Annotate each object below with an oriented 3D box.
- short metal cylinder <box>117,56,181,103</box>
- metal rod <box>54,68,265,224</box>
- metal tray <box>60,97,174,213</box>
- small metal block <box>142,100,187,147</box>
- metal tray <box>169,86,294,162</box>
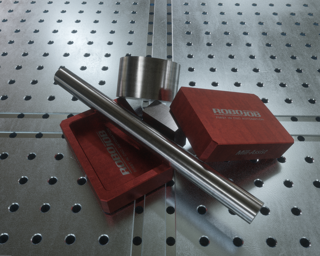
[{"bbox_3d":[-0.015,-0.062,0.411,0.080,0.080,0.050,6,92,5],"label":"short metal cylinder"},{"bbox_3d":[-0.020,0.006,0.359,0.300,0.025,0.025,34,58,25],"label":"metal rod"},{"bbox_3d":[-0.054,0.026,0.377,0.091,0.030,0.130,-25,55,-20],"label":"metal tray"},{"bbox_3d":[0.006,0.000,0.385,0.050,0.050,0.025,33,58,25],"label":"small metal block"},{"bbox_3d":[0.087,-0.005,0.371,0.131,0.030,0.090,1,45,-32],"label":"metal tray"}]
